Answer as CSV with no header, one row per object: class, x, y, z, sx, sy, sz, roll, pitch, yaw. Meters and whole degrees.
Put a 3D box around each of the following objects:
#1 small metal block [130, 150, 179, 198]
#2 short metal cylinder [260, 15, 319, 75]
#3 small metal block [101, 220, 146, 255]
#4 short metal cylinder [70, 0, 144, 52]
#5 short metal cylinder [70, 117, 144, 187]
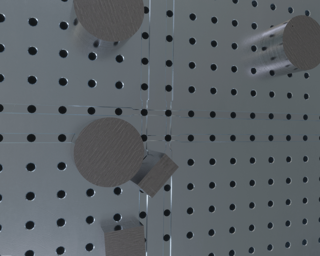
small metal block,-0.010,0.057,0.396,0.025,0.050,0.050,46,76,-15
short metal cylinder,0.202,-0.124,0.474,0.081,0.050,0.079,0,90,-20
small metal block,-0.047,0.150,0.396,0.050,0.025,0.050,-4,92,-20
short metal cylinder,-0.065,-0.138,0.375,0.081,0.050,0.079,0,90,-20
short metal cylinder,-0.065,0.027,0.375,0.081,0.050,0.079,0,90,-20
